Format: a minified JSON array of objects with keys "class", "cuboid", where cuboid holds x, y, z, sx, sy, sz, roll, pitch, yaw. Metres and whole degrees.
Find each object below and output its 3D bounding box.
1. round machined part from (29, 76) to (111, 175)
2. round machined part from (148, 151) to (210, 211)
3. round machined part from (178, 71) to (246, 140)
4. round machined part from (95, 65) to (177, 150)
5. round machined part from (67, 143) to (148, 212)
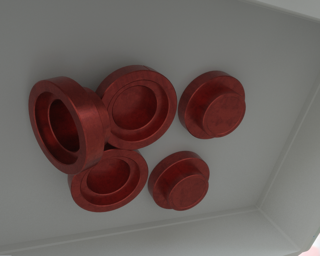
[{"class":"round machined part","cuboid":[-0.089,-0.005,0.317,0.042,0.098,0.097,-25,132,-45]},{"class":"round machined part","cuboid":[0.035,0.087,0.473,0.099,0.042,0.097,-14,125,-21]},{"class":"round machined part","cuboid":[0.078,-0.026,0.427,0.099,0.042,0.097,-14,125,-21]},{"class":"round machined part","cuboid":[-0.033,-0.027,0.362,0.099,0.042,0.097,-15,123,-24]},{"class":"round machined part","cuboid":[-0.068,0.057,0.397,0.099,0.042,0.097,-14,125,-21]}]
